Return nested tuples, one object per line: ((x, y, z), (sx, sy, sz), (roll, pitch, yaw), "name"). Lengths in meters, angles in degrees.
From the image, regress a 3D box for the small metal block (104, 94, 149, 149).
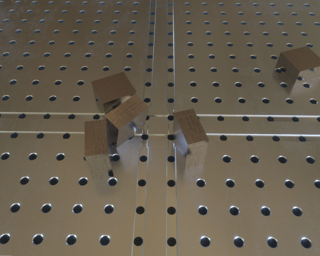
((-0.044, -0.008, 0.395), (0.025, 0.050, 0.050), (44, 61, 14), "small metal block")

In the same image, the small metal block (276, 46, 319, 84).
((0.225, -0.101, 0.494), (0.050, 0.025, 0.050), (-16, 52, -13), "small metal block")

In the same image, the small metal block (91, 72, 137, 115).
((-0.066, -0.050, 0.450), (0.050, 0.025, 0.050), (-21, 53, -17), "small metal block")

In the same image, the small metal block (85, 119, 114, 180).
((-0.072, 0.026, 0.370), (0.025, 0.050, 0.050), (-7, 51, -5), "small metal block")

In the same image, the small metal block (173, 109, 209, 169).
((0.036, 0.013, 0.381), (0.025, 0.050, 0.050), (-13, 51, -10), "small metal block")
